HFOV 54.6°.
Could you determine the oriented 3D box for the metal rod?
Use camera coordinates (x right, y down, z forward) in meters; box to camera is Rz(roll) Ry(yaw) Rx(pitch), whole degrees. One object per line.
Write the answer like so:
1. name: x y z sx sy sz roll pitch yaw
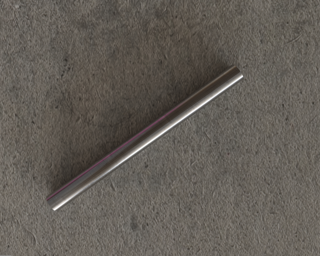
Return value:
1. metal rod: -0.020 0.013 0.411 0.301 0.025 0.025 -35 90 0
